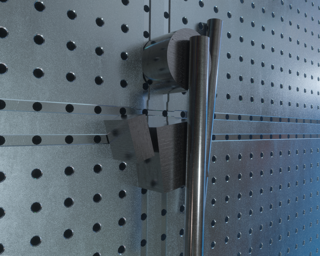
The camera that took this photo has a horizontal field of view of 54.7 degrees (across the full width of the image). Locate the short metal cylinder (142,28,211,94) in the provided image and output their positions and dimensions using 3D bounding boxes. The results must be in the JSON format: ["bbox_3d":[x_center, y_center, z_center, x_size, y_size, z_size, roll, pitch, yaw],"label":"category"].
[{"bbox_3d":[0.023,-0.087,0.414,0.081,0.050,0.079,0,90,-40],"label":"short metal cylinder"}]

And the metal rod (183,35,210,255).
[{"bbox_3d":[0.045,0.037,0.383,0.025,0.025,0.298,3,88,-40],"label":"metal rod"}]

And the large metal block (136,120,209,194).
[{"bbox_3d":[0.015,0.032,0.407,0.081,0.050,0.079,-11,97,-40],"label":"large metal block"}]

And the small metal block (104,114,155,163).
[{"bbox_3d":[-0.037,0.011,0.364,0.025,0.050,0.050,-21,103,-38],"label":"small metal block"}]

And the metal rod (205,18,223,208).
[{"bbox_3d":[0.069,-0.018,0.469,0.025,0.025,0.298,11,83,-40],"label":"metal rod"}]
